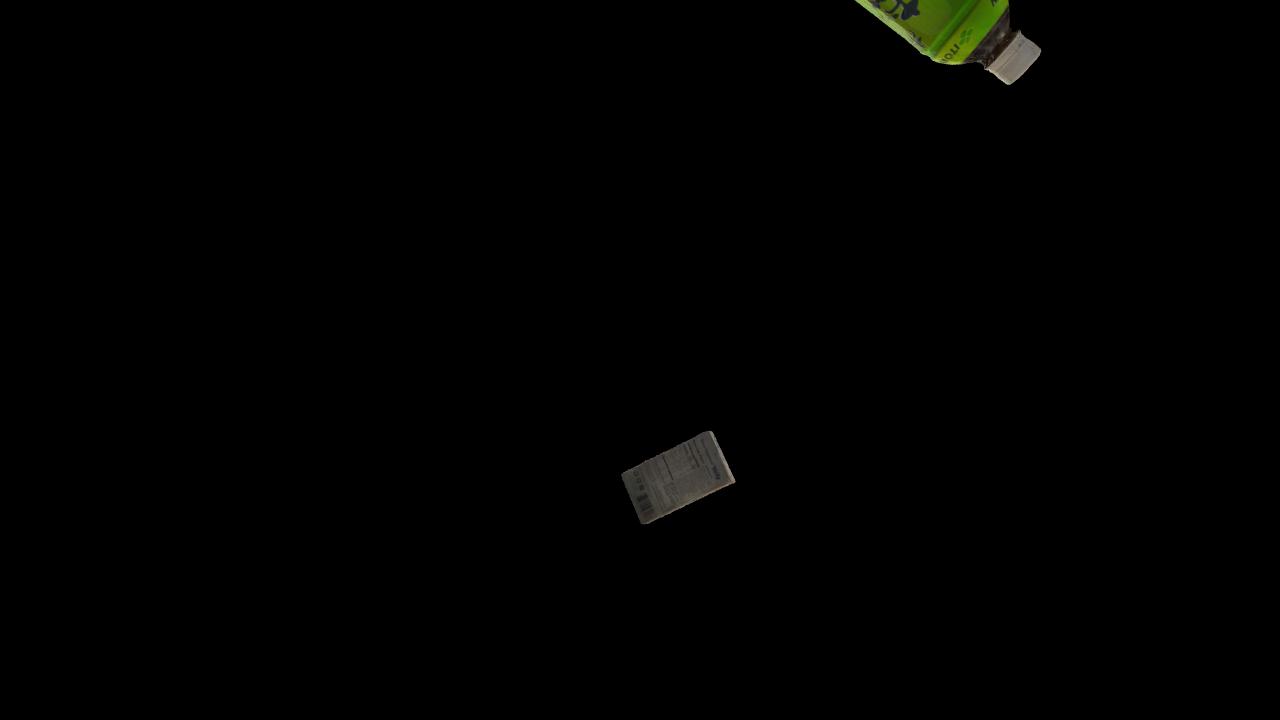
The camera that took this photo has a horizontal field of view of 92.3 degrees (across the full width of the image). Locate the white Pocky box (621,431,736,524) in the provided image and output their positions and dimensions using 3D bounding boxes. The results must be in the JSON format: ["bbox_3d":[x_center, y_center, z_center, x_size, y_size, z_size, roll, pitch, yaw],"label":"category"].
[{"bbox_3d":[0.054,0.174,0.908,0.154,0.084,0.028,-29,-20,15],"label":"white Pocky box"}]

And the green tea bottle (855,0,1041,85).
[{"bbox_3d":[0.223,-0.297,0.489,0.212,0.073,0.073,37,1,1],"label":"green tea bottle"}]
